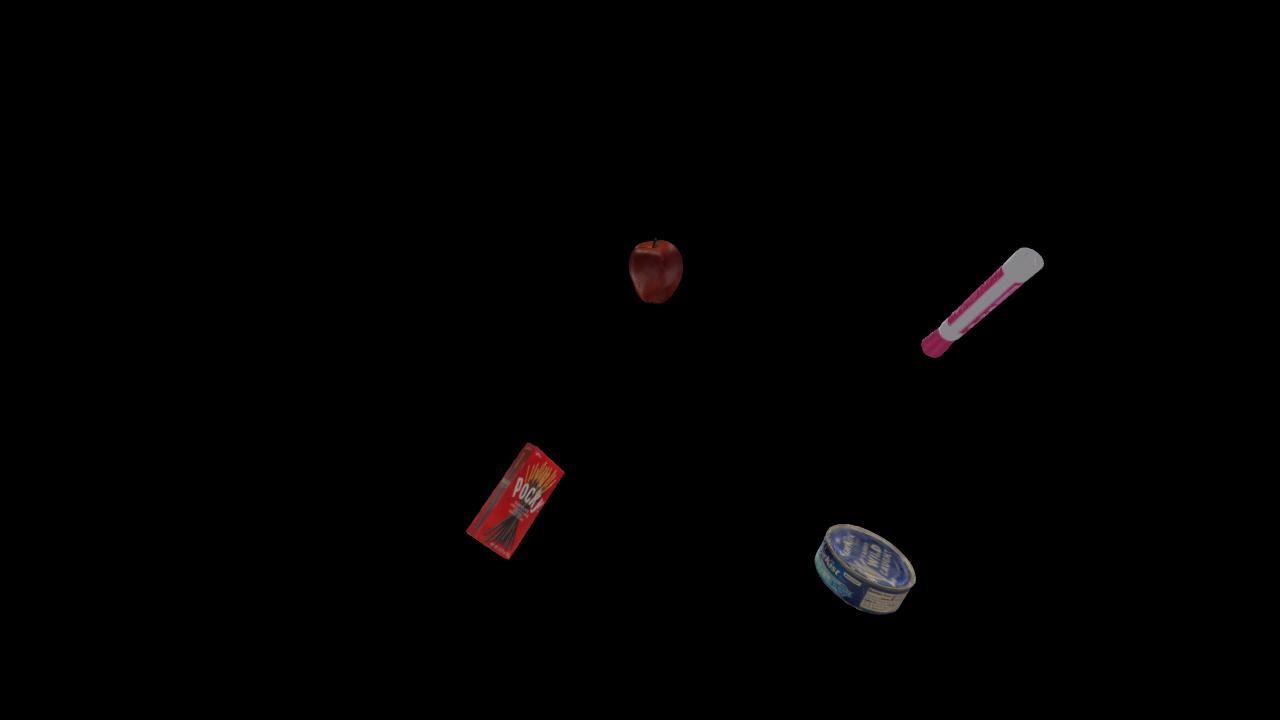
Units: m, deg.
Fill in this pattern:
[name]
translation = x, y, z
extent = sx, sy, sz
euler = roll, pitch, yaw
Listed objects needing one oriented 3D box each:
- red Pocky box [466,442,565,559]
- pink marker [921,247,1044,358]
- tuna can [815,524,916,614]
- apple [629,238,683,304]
[red Pocky box]
translation = -0.180, 0.207, 0.909
extent = 0.028, 0.155, 0.083
euler = 12, -29, 41
[pink marker]
translation = 0.244, -0.037, 0.451
extent = 0.020, 0.020, 0.121
euler = 0, -29, -10
[tuna can]
translation = 0.205, 0.191, 0.565
extent = 0.084, 0.034, 0.084
euler = 16, 21, -7
[apple]
translation = 0.023, -0.129, 0.884
extent = 0.079, 0.093, 0.079
euler = -2, 28, 1
